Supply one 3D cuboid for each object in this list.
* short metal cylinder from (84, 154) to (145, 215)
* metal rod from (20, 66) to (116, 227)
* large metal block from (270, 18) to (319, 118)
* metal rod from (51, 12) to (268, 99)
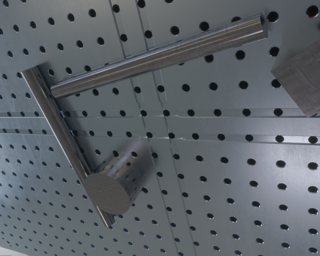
[{"bbox_3d":[-0.070,0.089,0.487,0.080,0.050,0.079,13,124,21],"label":"short metal cylinder"},{"bbox_3d":[-0.144,0.042,0.512,0.025,0.025,0.299,-8,115,31],"label":"metal rod"},{"bbox_3d":[0.148,-0.064,0.258,0.050,0.080,0.080,49,129,-7],"label":"large metal block"},{"bbox_3d":[-0.025,-0.077,0.376,0.300,0.025,0.025,-10,114,32],"label":"metal rod"}]
